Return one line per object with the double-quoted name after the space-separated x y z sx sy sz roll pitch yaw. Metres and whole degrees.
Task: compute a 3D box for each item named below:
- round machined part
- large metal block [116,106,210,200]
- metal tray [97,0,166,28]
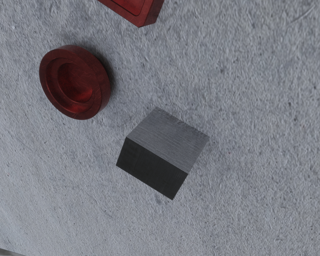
-0.108 -0.063 0.414 0.098 0.042 0.097 13 124 21 "round machined part"
0.005 0.028 0.386 0.080 0.080 0.050 30 128 8 "large metal block"
-0.047 -0.180 0.331 0.130 0.030 0.089 36 127 10 "metal tray"
